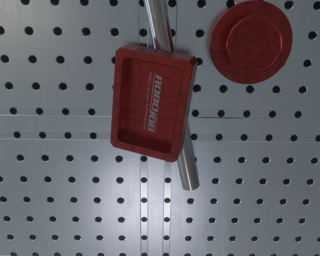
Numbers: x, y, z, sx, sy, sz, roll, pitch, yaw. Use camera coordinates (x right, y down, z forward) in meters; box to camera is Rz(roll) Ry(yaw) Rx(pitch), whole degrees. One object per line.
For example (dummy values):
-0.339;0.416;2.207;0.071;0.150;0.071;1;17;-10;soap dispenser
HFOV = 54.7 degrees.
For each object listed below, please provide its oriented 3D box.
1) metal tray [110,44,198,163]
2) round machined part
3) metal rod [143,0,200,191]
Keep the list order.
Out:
-0.010;-0.029;0.379;0.090;0.030;0.129;14;116;12;metal tray
0.109;-0.100;0.369;0.099;0.042;0.097;0;110;0;round machined part
0.014;-0.054;0.393;0.025;0.025;0.298;-11;110;4;metal rod
